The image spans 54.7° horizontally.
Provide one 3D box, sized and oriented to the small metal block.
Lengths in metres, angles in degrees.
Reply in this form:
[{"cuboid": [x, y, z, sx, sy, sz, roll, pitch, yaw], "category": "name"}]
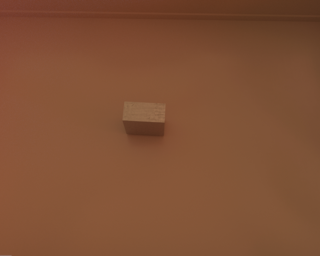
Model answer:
[{"cuboid": [-0.019, -0.011, 0.396, 0.050, 0.050, 0.025, 3, 70, 1], "category": "small metal block"}]
